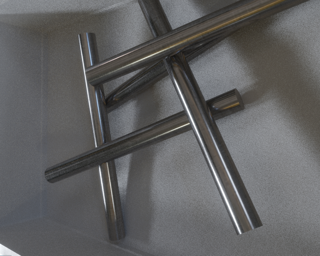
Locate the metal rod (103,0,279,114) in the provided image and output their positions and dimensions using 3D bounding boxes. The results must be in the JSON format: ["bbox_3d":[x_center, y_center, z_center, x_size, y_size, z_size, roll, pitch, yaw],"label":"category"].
[{"bbox_3d":[0.021,-0.088,0.389,0.299,0.025,0.025,-27,73,36],"label":"metal rod"}]

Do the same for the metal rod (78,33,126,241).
[{"bbox_3d":[-0.084,0.014,0.451,0.025,0.025,0.298,-5,94,40],"label":"metal rod"}]

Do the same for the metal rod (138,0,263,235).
[{"bbox_3d":[0.033,-0.036,0.339,0.025,0.025,0.299,-37,63,34],"label":"metal rod"}]

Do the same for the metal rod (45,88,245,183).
[{"bbox_3d":[-0.038,0.020,0.401,0.300,0.025,0.025,-22,76,26],"label":"metal rod"}]

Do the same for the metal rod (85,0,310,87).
[{"bbox_3d":[0.050,-0.102,0.315,0.300,0.025,0.025,-17,79,23],"label":"metal rod"}]
